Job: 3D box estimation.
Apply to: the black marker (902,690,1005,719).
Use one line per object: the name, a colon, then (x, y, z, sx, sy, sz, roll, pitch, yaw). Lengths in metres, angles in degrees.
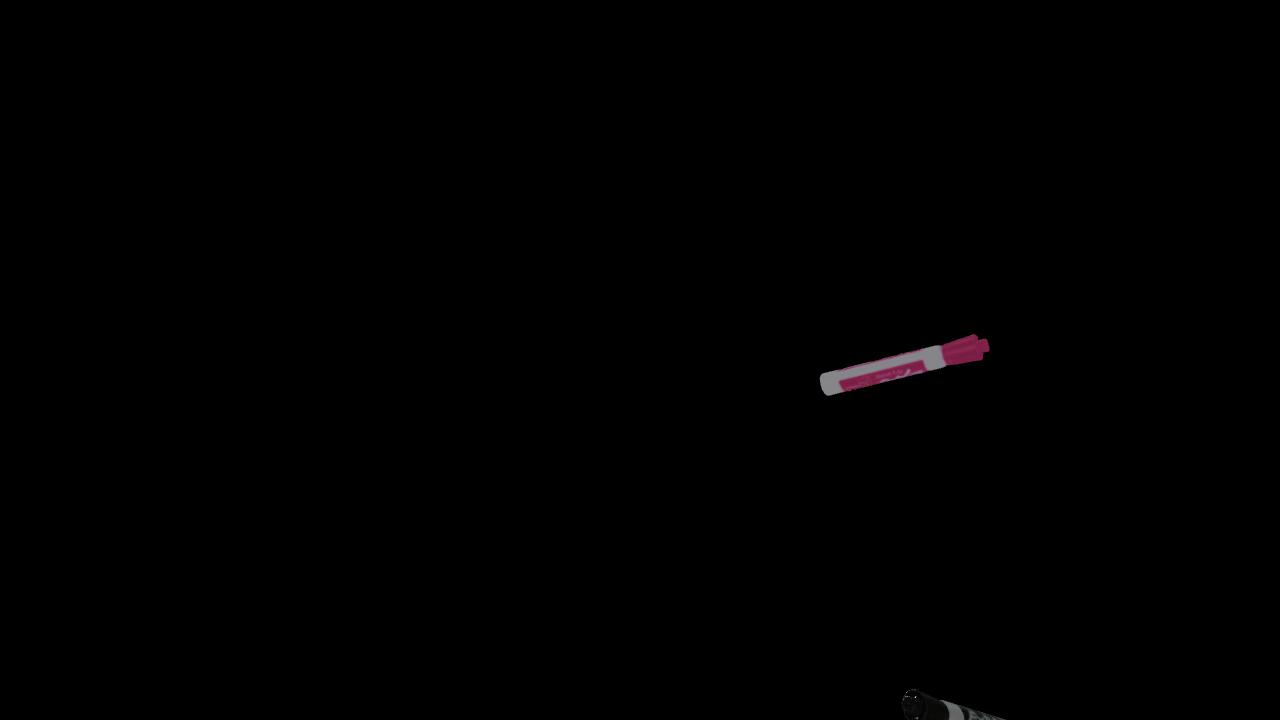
black marker: (0.215, 0.236, 0.399, 0.121, 0.020, 0.020, 26, -10, -21)

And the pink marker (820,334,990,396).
pink marker: (0.196, 0.005, 0.463, 0.121, 0.020, 0.020, -18, -11, 37)
